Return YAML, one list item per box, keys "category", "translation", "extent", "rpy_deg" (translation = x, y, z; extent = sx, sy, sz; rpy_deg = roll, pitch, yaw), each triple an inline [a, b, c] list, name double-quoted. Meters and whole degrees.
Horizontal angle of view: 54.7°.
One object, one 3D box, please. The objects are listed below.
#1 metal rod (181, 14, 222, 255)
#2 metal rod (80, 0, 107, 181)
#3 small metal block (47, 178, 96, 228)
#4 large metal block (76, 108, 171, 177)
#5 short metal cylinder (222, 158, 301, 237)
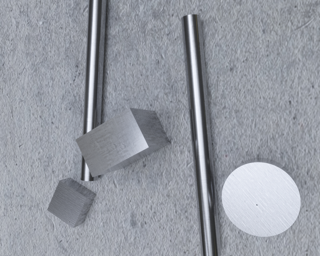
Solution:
- category: "metal rod"
  translation: [0.052, 0.009, 0.390]
  extent: [0.025, 0.025, 0.298]
  rpy_deg: [-5, 88, 19]
- category: "metal rod"
  translation: [-0.094, -0.075, 0.440]
  extent: [0.025, 0.025, 0.298]
  rpy_deg: [3, 91, 19]
- category: "small metal block"
  translation: [-0.129, 0.108, 0.453]
  extent: [0.050, 0.025, 0.050]
  rpy_deg: [27, 99, 17]
- category: "large metal block"
  translation: [-0.043, 0.017, 0.394]
  extent: [0.080, 0.080, 0.050]
  rpy_deg: [-29, 81, 17]
- category: "short metal cylinder"
  translation: [0.115, 0.076, 0.355]
  extent: [0.080, 0.050, 0.079]
  rpy_deg: [0, 90, 19]
